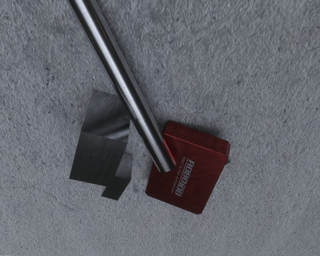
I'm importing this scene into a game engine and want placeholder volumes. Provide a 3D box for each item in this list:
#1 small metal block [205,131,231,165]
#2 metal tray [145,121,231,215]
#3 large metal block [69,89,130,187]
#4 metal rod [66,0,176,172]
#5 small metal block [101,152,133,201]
[{"bbox_3d":[0.064,0.039,0.441,0.050,0.025,0.050,-36,122,26],"label":"small metal block"},{"bbox_3d":[0.035,0.060,0.438,0.090,0.030,0.129,20,130,6],"label":"metal tray"},{"bbox_3d":[-0.072,0.012,0.381,0.050,0.080,0.079,15,129,-13],"label":"large metal block"},{"bbox_3d":[-0.048,-0.067,0.327,0.025,0.025,0.299,-18,122,14],"label":"metal rod"},{"bbox_3d":[-0.062,0.068,0.448,0.025,0.050,0.050,20,127,-17],"label":"small metal block"}]
